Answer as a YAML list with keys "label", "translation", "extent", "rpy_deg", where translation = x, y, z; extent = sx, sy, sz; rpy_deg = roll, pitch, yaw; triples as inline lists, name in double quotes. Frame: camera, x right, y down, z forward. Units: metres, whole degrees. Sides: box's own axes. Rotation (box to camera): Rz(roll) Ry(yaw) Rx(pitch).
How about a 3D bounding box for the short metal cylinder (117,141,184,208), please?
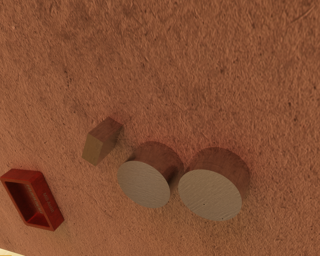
- label: "short metal cylinder"
  translation: [-0.013, 0.066, 0.438]
  extent: [0.080, 0.050, 0.079]
  rpy_deg: [13, 124, 21]

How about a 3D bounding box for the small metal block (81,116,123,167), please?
- label: "small metal block"
  translation: [-0.083, 0.019, 0.446]
  extent: [0.025, 0.050, 0.050]
  rpy_deg: [31, 128, 8]

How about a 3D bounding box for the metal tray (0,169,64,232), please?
- label: "metal tray"
  translation: [-0.259, 0.147, 0.630]
  extent: [0.090, 0.030, 0.129]
  rpy_deg: [0, 119, 28]

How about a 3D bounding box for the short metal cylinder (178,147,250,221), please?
- label: "short metal cylinder"
  translation: [0.070, 0.071, 0.398]
  extent: [0.080, 0.050, 0.079]
  rpy_deg: [13, 124, 21]
